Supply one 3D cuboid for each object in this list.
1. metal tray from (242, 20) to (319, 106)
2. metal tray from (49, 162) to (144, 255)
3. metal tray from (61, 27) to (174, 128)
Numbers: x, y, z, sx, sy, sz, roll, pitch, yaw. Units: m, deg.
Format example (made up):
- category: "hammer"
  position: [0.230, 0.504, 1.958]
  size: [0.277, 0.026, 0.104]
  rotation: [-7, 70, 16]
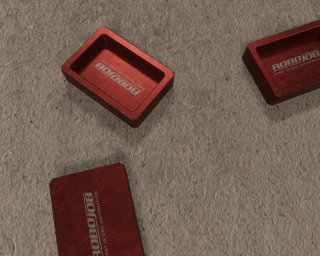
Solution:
- category: "metal tray"
  position: [0.197, -0.095, 0.442]
  size: [0.131, 0.030, 0.090]
  rotation: [-20, 71, -8]
- category: "metal tray"
  position: [-0.072, 0.114, 0.363]
  size: [0.091, 0.030, 0.130]
  rotation: [-13, 71, -5]
- category: "metal tray"
  position: [-0.057, -0.072, 0.430]
  size: [0.130, 0.030, 0.090]
  rotation: [35, 73, 11]
